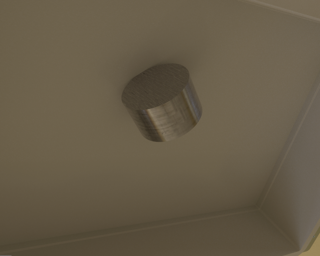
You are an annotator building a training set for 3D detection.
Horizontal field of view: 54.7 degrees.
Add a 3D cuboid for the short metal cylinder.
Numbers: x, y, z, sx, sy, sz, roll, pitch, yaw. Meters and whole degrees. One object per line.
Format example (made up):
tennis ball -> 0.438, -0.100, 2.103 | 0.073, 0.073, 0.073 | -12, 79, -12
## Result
short metal cylinder -> 0.003, -0.030, 0.358 | 0.080, 0.080, 0.050 | -33, 129, -7
